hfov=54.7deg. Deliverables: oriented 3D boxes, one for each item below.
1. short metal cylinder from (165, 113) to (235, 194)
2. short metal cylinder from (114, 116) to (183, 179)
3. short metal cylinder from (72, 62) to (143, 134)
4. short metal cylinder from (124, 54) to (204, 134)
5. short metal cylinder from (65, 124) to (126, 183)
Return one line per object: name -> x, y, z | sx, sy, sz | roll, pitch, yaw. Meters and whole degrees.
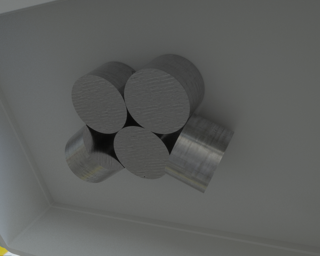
short metal cylinder -> 0.047, 0.029, 0.364 | 0.050, 0.080, 0.079 | 26, 128, 12
short metal cylinder -> -0.013, 0.021, 0.410 | 0.080, 0.050, 0.079 | 13, 124, 21
short metal cylinder -> -0.065, -0.039, 0.401 | 0.080, 0.050, 0.079 | 13, 124, 21
short metal cylinder -> 0.006, -0.040, 0.363 | 0.080, 0.050, 0.079 | 13, 124, 21
short metal cylinder -> -0.084, 0.031, 0.435 | 0.050, 0.080, 0.080 | -34, 99, 38
